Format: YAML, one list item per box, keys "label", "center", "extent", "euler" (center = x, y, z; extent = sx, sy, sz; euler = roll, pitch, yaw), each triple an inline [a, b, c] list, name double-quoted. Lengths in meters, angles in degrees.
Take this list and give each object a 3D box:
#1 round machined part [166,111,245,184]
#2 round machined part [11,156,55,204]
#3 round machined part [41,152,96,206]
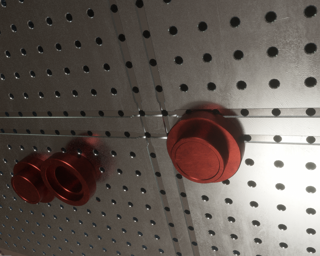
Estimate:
- label: "round machined part"
  center: [0.053, 0.031, 0.390]
  extent: [0.098, 0.042, 0.097]
  euler: [13, 124, 20]
- label: "round machined part"
  center: [-0.242, 0.106, 0.590]
  extent: [0.098, 0.042, 0.097]
  euler: [13, 124, 20]
- label: "round machined part"
  center: [-0.149, 0.081, 0.527]
  extent: [0.098, 0.042, 0.097]
  euler: [13, 124, 20]
